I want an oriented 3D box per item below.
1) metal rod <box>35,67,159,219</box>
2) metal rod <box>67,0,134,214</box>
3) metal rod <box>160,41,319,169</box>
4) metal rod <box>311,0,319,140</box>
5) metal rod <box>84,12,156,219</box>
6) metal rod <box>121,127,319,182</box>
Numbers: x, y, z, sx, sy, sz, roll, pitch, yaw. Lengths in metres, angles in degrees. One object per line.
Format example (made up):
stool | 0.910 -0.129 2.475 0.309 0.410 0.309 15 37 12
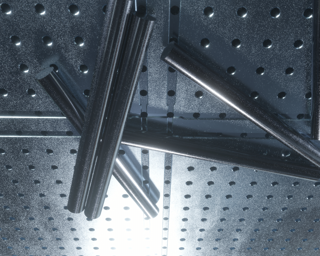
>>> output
metal rod | -0.073 0.041 0.445 0.025 0.025 0.299 -19 128 15
metal rod | -0.080 -0.007 0.377 0.025 0.025 0.298 13 121 -11
metal rod | 0.128 -0.016 0.398 0.301 0.025 0.025 30 124 -23
metal rod | 0.174 -0.101 0.326 0.025 0.025 0.299 -13 129 11
metal rod | -0.059 0.007 0.391 0.025 0.025 0.298 13 121 -11
metal rod | 0.091 0.039 0.445 0.302 0.025 0.025 12 129 -10
